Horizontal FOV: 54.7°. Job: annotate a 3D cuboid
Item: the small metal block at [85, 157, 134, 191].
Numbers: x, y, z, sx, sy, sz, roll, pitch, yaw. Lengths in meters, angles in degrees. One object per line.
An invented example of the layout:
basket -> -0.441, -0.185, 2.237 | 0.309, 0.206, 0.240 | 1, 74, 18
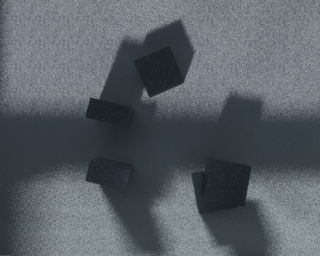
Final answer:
small metal block -> -0.063, 0.058, 0.398 | 0.050, 0.050, 0.025 | 13, 90, 0

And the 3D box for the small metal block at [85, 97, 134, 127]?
small metal block -> -0.062, -0.019, 0.398 | 0.050, 0.050, 0.025 | 14, 90, 0

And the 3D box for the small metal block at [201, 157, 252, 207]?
small metal block -> 0.082, 0.066, 0.387 | 0.050, 0.025, 0.050 | 10, 90, 0

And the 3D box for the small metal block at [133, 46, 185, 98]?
small metal block -> -0.001, -0.074, 0.411 | 0.050, 0.025, 0.050 | -24, 90, 0

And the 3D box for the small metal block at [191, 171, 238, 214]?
small metal block -> 0.072, 0.082, 0.412 | 0.050, 0.025, 0.050 | -10, 90, 0
